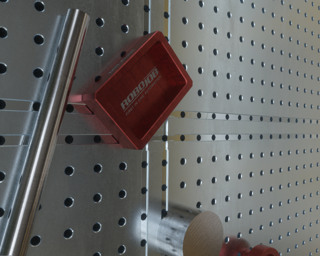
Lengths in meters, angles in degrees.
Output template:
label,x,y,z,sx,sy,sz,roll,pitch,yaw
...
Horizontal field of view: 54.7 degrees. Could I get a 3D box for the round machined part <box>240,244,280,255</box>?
label,x,y,z,sx,sy,sz,roll,pitch,yaw
round machined part,0.170,0.254,0.545,0.099,0.042,0.097,0,90,-40

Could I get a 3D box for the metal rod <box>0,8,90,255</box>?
label,x,y,z,sx,sy,sz,roll,pitch,yaw
metal rod,-0.119,0.022,0.310,0.025,0.025,0.299,20,77,-39

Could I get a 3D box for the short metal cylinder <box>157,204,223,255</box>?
label,x,y,z,sx,sy,sz,roll,pitch,yaw
short metal cylinder,0.043,0.151,0.432,0.081,0.050,0.079,0,90,-40

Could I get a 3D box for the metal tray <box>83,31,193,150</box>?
label,x,y,z,sx,sy,sz,roll,pitch,yaw
metal tray,-0.021,-0.048,0.389,0.130,0.030,0.090,-52,121,-27
